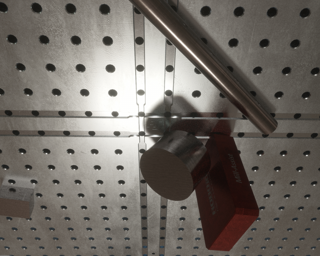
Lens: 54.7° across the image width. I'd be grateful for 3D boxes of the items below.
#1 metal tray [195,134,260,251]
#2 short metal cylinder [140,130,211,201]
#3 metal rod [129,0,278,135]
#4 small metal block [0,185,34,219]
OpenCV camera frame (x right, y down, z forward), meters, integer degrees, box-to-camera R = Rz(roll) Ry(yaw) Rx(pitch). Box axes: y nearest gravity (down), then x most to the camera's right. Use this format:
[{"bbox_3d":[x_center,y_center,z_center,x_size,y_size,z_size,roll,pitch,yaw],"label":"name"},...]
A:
[{"bbox_3d":[0.081,0.082,0.413,0.030,0.130,0.089,10,130,-13],"label":"metal tray"},{"bbox_3d":[0.020,0.050,0.414,0.080,0.050,0.079,18,126,27],"label":"short metal cylinder"},{"bbox_3d":[0.041,-0.083,0.341,0.025,0.025,0.301,-36,122,26],"label":"metal rod"},{"bbox_3d":[-0.239,0.123,0.513,0.050,0.025,0.050,10,129,-9],"label":"small metal block"}]
